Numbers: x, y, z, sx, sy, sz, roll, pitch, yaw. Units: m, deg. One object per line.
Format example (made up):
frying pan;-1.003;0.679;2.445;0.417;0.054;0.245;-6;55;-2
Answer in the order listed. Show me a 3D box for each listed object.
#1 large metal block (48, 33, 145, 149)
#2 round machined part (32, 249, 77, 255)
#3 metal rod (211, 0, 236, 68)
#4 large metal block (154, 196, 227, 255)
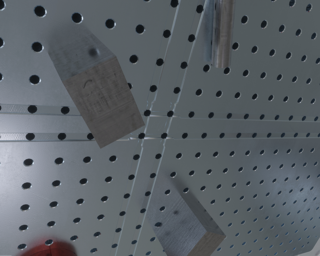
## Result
large metal block;-0.065;-0.040;0.316;0.050;0.080;0.080;-29;128;-10
round machined part;-0.163;0.228;0.452;0.099;0.042;0.097;-14;124;-21
metal rod;0.072;-0.208;0.321;0.025;0.025;0.298;-16;125;-19
large metal block;0.047;0.174;0.509;0.050;0.080;0.080;28;103;-38
